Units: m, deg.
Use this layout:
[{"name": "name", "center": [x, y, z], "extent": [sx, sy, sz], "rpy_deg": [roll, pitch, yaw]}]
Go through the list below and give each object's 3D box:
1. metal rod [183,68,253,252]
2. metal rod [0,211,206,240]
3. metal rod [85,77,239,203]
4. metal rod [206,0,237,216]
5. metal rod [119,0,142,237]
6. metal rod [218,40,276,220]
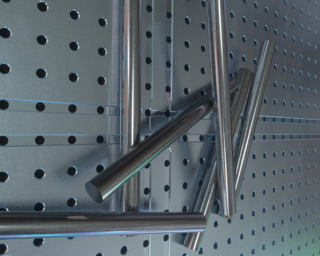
[{"name": "metal rod", "center": [0.095, 0.039, 0.487], "extent": [0.025, 0.025, 0.300], "rpy_deg": [33, 70, -35]}, {"name": "metal rod", "center": [-0.074, 0.100, 0.322], "extent": [0.302, 0.025, 0.025], "rpy_deg": [10, 84, -32]}, {"name": "metal rod", "center": [0.025, -0.004, 0.406], "extent": [0.302, 0.025, 0.025], "rpy_deg": [-37, 113, -41]}, {"name": "metal rod", "center": [0.088, -0.021, 0.436], "extent": [0.025, 0.025, 0.298], "rpy_deg": [-14, 103, -39]}, {"name": "metal rod", "center": [-0.036, -0.021, 0.377], "extent": [0.025, 0.025, 0.298], "rpy_deg": [1, 90, -40]}, {"name": "metal rod", "center": [0.145, -0.001, 0.512], "extent": [0.025, 0.025, 0.299], "rpy_deg": [21, 82, -38]}]
